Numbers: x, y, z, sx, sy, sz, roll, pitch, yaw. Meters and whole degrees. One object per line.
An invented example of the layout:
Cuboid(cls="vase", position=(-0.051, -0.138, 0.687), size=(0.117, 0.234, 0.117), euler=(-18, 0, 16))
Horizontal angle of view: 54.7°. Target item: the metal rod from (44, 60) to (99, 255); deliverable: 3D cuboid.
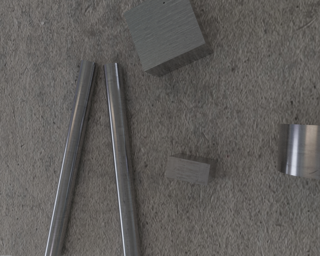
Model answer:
Cuboid(cls="metal rod", position=(-0.131, 0.051, 0.455), size=(0.025, 0.025, 0.298), euler=(14, 94, 19))

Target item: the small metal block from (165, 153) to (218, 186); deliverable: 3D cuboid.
Cuboid(cls="small metal block", position=(0.040, 0.049, 0.382), size=(0.050, 0.050, 0.025), euler=(10, 93, 19))

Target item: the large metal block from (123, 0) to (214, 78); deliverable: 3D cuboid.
Cuboid(cls="large metal block", position=(0.012, -0.120, 0.392), size=(0.080, 0.050, 0.080), euler=(-21, 83, 18))

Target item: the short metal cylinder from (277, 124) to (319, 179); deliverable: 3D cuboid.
Cuboid(cls="short metal cylinder", position=(0.166, 0.023, 0.321), size=(0.080, 0.080, 0.050), euler=(4, 91, 20))

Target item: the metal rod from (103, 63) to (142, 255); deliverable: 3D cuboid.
Cuboid(cls="metal rod", position=(-0.050, 0.061, 0.426), size=(0.025, 0.025, 0.298), euler=(-7, 88, 20))
